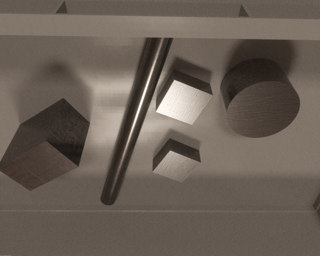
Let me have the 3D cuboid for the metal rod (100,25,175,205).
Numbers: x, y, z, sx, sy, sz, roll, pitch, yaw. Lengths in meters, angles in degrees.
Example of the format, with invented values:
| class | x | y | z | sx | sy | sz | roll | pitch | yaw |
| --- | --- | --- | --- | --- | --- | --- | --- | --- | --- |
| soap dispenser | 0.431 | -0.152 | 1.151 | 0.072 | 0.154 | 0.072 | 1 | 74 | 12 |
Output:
| class | x | y | z | sx | sy | sz | roll | pitch | yaw |
| --- | --- | --- | --- | --- | --- | --- | --- | --- | --- |
| metal rod | -0.041 | 0.007 | 0.414 | 0.025 | 0.025 | 0.298 | 13 | 129 | -11 |

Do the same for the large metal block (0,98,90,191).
| class | x | y | z | sx | sy | sz | roll | pitch | yaw |
| --- | --- | --- | --- | --- | --- | --- | --- | --- | --- |
| large metal block | -0.142 | 0.020 | 0.388 | 0.080 | 0.080 | 0.050 | -27 | 125 | 20 |

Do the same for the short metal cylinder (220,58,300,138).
| class | x | y | z | sx | sy | sz | roll | pitch | yaw |
| --- | --- | --- | --- | --- | --- | --- | --- | --- | --- |
| short metal cylinder | 0.115 | -0.034 | 0.365 | 0.081 | 0.050 | 0.079 | 0 | 130 | 0 |

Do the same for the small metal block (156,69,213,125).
| class | x | y | z | sx | sy | sz | roll | pitch | yaw |
| --- | --- | --- | --- | --- | --- | --- | --- | --- | --- |
| small metal block | 0.028 | -0.037 | 0.378 | 0.050 | 0.025 | 0.050 | 19 | 127 | -16 |

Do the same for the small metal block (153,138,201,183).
| class | x | y | z | sx | sy | sz | roll | pitch | yaw |
| --- | --- | --- | --- | --- | --- | --- | --- | --- | --- |
| small metal block | 0.023 | 0.048 | 0.451 | 0.050 | 0.025 | 0.050 | 23 | 126 | -19 |
